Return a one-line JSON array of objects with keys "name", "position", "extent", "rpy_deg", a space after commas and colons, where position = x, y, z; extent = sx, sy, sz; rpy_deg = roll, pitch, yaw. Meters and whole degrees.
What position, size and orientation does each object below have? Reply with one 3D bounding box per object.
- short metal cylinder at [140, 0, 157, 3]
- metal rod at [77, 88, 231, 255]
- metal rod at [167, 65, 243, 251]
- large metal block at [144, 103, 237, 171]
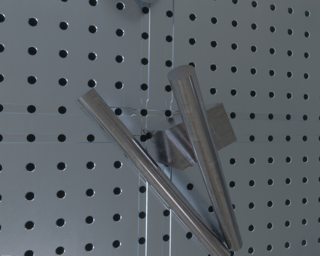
[{"name": "short metal cylinder", "position": [-0.016, -0.203, 0.377], "extent": [0.080, 0.080, 0.050], "rpy_deg": [43, 77, -15]}, {"name": "metal rod", "position": [0.000, 0.072, 0.412], "extent": [0.025, 0.025, 0.300], "rpy_deg": [-42, 104, -15]}, {"name": "metal rod", "position": [0.064, 0.060, 0.365], "extent": [0.025, 0.025, 0.299], "rpy_deg": [-35, 129, -16]}, {"name": "large metal block", "position": [0.036, 0.009, 0.397], "extent": [0.081, 0.080, 0.050], "rpy_deg": [-26, 99, -18]}]
